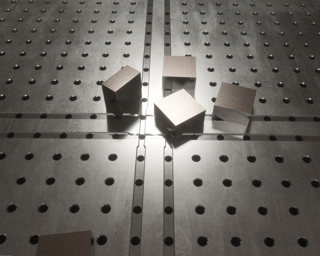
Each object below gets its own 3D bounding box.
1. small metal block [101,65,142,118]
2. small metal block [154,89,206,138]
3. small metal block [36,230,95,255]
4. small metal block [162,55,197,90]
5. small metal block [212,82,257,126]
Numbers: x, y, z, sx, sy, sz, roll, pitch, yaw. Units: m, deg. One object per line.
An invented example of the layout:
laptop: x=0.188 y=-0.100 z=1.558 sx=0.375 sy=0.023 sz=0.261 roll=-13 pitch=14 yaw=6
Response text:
small metal block: x=-0.052 y=-0.051 z=0.434 sx=0.025 sy=0.050 sz=0.050 roll=31 pitch=57 yaw=23
small metal block: x=0.027 y=-0.021 z=0.426 sx=0.050 sy=0.025 sz=0.050 roll=-27 pitch=56 yaw=-22
small metal block: x=-0.090 y=0.130 z=0.297 sx=0.050 sy=0.025 sz=0.050 roll=-5 pitch=50 yaw=-5
small metal block: x=0.030 y=-0.086 z=0.481 sx=0.050 sy=0.025 sz=0.050 roll=3 pitch=50 yaw=2
small metal block: x=0.105 y=-0.035 z=0.438 sx=0.050 sy=0.025 sz=0.050 roll=15 pitch=52 yaw=12
